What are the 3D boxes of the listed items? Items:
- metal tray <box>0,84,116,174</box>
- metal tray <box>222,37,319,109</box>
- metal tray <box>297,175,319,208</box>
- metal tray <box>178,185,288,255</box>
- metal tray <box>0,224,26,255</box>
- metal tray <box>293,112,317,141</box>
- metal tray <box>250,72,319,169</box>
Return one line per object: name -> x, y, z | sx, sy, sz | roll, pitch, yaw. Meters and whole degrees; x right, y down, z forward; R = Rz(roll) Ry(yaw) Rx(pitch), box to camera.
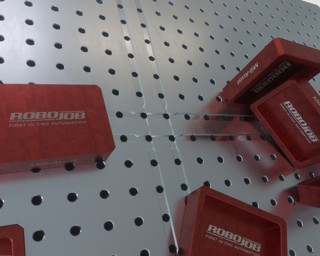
metal tray -> -0.123, -0.003, 0.340 | 0.131, 0.030, 0.090 | -4, 64, -30
metal tray -> 0.170, -0.075, 0.478 | 0.091, 0.129, 0.030 | 7, 59, -25
metal tray -> 0.282, 0.090, 0.459 | 0.131, 0.090, 0.030 | -9, 94, -32
metal tray -> 0.091, 0.135, 0.370 | 0.131, 0.030, 0.090 | 25, 53, -13
metal tray -> -0.172, 0.130, 0.232 | 0.131, 0.030, 0.090 | -1, 62, -29
metal tray -> 0.281, 0.005, 0.535 | 0.130, 0.030, 0.090 | 39, 49, 12
metal tray -> 0.213, -0.008, 0.477 | 0.030, 0.090, 0.130 | -34, 86, -38
